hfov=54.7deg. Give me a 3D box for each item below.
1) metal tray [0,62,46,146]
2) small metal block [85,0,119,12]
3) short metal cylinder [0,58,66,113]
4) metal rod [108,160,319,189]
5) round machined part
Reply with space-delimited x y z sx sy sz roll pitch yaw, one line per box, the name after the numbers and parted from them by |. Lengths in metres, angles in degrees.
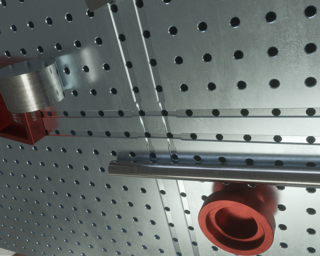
-0.245 -0.040 0.509 0.090 0.030 0.129 11 123 21 | metal tray
-0.064 -0.164 0.342 0.050 0.025 0.050 -12 113 33 | small metal block
-0.179 -0.061 0.430 0.080 0.080 0.050 5 121 25 | short metal cylinder
0.059 0.059 0.415 0.300 0.025 0.025 -2 118 28 | metal rod
0.105 0.122 0.419 0.098 0.042 0.097 13 124 20 | round machined part
